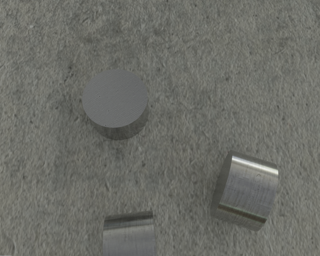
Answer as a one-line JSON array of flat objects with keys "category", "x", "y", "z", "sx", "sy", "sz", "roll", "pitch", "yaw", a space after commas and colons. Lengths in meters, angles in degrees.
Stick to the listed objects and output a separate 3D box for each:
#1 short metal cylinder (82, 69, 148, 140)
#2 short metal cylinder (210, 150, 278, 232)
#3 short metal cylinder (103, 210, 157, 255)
[{"category": "short metal cylinder", "x": -0.056, "y": -0.029, "z": 0.405, "sx": 0.081, "sy": 0.050, "sz": 0.080, "roll": 0, "pitch": 70, "yaw": 0}, {"category": "short metal cylinder", "x": 0.094, "y": 0.071, "z": 0.354, "sx": 0.050, "sy": 0.080, "sz": 0.080, "roll": 18, "pitch": 71, "yaw": 6}, {"category": "short metal cylinder", "x": -0.029, "y": 0.132, "z": 0.331, "sx": 0.050, "sy": 0.080, "sz": 0.080, "roll": -6, "pitch": 70, "yaw": -2}]
